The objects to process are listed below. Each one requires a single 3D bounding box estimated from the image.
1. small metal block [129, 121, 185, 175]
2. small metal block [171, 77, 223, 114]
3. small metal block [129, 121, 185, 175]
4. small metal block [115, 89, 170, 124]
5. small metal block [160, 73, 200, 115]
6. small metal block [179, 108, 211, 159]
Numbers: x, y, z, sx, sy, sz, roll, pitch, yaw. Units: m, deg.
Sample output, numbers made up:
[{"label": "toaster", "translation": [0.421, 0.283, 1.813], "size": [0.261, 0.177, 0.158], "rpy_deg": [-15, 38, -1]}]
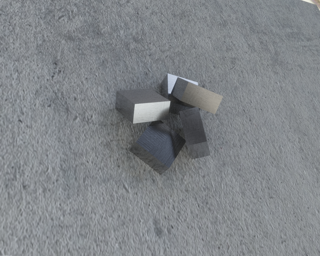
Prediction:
[{"label": "small metal block", "translation": [-0.002, 0.023, 0.392], "size": [0.050, 0.025, 0.050], "rpy_deg": [38, 51, -2]}, {"label": "small metal block", "translation": [0.047, -0.044, 0.410], "size": [0.050, 0.025, 0.050], "rpy_deg": [20, 11, -17]}, {"label": "small metal block", "translation": [-0.002, 0.022, 0.392], "size": [0.050, 0.025, 0.050], "rpy_deg": [39, 51, -3]}, {"label": "small metal block", "translation": [-0.023, -0.029, 0.396], "size": [0.050, 0.025, 0.050], "rpy_deg": [-8, 28, -32]}, {"label": "small metal block", "translation": [0.029, -0.046, 0.451], "size": [0.050, 0.025, 0.050], "rpy_deg": [13, 56, -22]}, {"label": "small metal block", "translation": [0.047, 0.008, 0.408], "size": [0.025, 0.050, 0.050], "rpy_deg": [-14, 63, 8]}]
